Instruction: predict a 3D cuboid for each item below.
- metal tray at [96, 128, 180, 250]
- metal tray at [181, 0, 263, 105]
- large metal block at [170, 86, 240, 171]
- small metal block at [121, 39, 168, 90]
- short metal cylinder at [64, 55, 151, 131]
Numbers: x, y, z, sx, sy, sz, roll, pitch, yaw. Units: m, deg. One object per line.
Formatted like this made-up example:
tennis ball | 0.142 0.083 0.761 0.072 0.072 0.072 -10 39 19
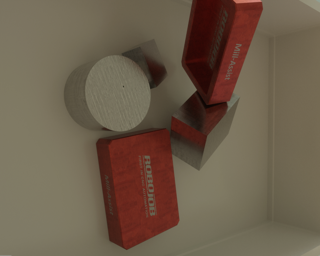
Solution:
metal tray | -0.024 0.070 0.385 0.091 0.030 0.129 -12 98 -40
metal tray | 0.064 -0.103 0.363 0.030 0.090 0.129 -11 140 -17
large metal block | 0.058 -0.003 0.416 0.080 0.050 0.080 -46 155 -30
small metal block | -0.017 -0.077 0.381 0.050 0.025 0.050 68 26 -18
short metal cylinder | -0.058 -0.036 0.343 0.081 0.050 0.079 0 91 -40
